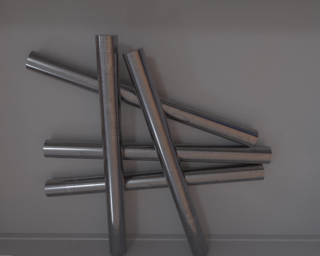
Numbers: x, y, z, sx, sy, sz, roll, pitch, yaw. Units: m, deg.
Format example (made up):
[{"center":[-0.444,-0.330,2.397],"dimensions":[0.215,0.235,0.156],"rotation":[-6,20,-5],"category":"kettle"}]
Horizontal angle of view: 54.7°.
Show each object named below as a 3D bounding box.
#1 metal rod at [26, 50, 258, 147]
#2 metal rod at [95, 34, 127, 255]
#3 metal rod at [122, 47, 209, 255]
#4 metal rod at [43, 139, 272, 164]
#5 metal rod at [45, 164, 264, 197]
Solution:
[{"center":[-0.016,-0.034,0.396],"dimensions":[0.302,0.025,0.025],"rotation":[19,109,-8],"category":"metal rod"},{"center":[-0.060,0.037,0.395],"dimensions":[0.025,0.025,0.298],"rotation":[0,110,-1],"category":"metal rod"},{"center":[0.014,0.046,0.400],"dimensions":[0.025,0.025,0.298],"rotation":[-17,110,6],"category":"metal rod"},{"center":[-0.002,0.032,0.421],"dimensions":[0.302,0.025,0.025],"rotation":[2,110,-1],"category":"metal rod"},{"center":[-0.008,0.073,0.437],"dimensions":[0.302,0.025,0.025],"rotation":[-5,110,1],"category":"metal rod"}]
